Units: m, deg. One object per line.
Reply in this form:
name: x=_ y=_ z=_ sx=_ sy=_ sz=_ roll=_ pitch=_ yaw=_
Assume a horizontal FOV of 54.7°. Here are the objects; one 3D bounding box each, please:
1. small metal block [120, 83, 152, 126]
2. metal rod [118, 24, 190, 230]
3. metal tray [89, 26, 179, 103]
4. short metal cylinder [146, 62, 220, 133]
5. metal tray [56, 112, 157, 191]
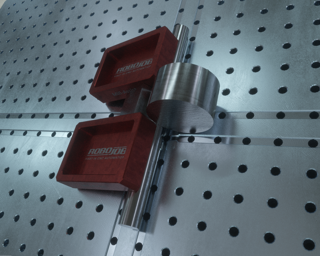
small metal block: x=-0.031 y=-0.026 z=0.422 sx=0.050 sy=0.025 sz=0.050 roll=-23 pitch=45 yaw=54
metal rod: x=-0.001 y=-0.019 z=0.415 sx=0.025 sy=0.025 sz=0.300 roll=0 pitch=62 yaw=28
metal tray: x=-0.041 y=-0.091 z=0.460 sx=0.130 sy=0.030 sz=0.090 roll=-7 pitch=58 yaw=39
short metal cylinder: x=0.028 y=-0.034 z=0.375 sx=0.080 sy=0.080 sz=0.050 roll=0 pitch=62 yaw=28
metal tray: x=-0.072 y=0.032 z=0.401 sx=0.130 sy=0.030 sz=0.090 roll=-7 pitch=58 yaw=39
